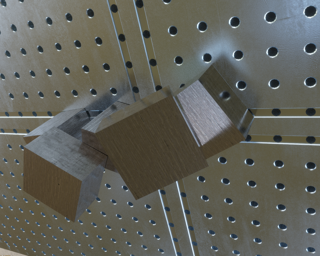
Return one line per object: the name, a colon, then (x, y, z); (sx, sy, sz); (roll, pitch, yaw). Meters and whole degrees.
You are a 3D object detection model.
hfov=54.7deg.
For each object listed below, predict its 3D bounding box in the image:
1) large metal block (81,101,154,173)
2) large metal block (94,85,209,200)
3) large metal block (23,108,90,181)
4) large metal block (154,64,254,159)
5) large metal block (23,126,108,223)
large metal block: (-0.043, 0.013, 0.404); (0.080, 0.080, 0.050); (17, 125, 18)
large metal block: (-0.007, 0.014, 0.317); (0.080, 0.050, 0.080); (-27, 106, 7)
large metal block: (-0.139, 0.026, 0.462); (0.050, 0.080, 0.080); (-6, 115, 31)
large metal block: (0.048, -0.013, 0.361); (0.080, 0.050, 0.080); (-34, 100, 38)
large metal block: (-0.120, 0.058, 0.387); (0.080, 0.050, 0.079); (28, 128, 11)
